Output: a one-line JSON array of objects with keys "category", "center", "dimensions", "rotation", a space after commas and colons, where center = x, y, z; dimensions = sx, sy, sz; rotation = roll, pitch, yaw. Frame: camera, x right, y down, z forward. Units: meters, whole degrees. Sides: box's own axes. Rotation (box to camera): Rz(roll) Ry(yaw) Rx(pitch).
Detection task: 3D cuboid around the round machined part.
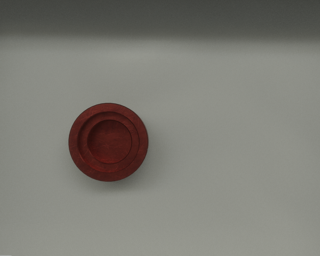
[{"category": "round machined part", "center": [-0.063, 0.018, 0.403], "dimensions": [0.099, 0.042, 0.097], "rotation": [0, 90, 0]}]
